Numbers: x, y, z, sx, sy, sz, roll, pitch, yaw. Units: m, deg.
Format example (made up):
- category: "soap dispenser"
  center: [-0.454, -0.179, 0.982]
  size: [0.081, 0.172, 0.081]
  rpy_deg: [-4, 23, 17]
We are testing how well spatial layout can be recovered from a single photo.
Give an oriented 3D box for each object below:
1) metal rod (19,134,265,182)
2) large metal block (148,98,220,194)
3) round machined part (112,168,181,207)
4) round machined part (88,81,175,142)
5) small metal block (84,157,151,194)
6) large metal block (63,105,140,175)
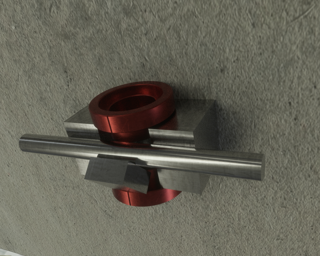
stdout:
- category: "metal rod"
  center: [-0.042, 0.028, 0.344]
  size: [0.301, 0.025, 0.025]
  rpy_deg: [3, 120, 26]
- category: "large metal block"
  center: [0.034, 0.018, 0.366]
  size: [0.050, 0.080, 0.079]
  rpy_deg: [4, 120, 26]
- category: "round machined part"
  center: [-0.017, 0.055, 0.404]
  size: [0.098, 0.098, 0.042]
  rpy_deg: [5, 115, 26]
- category: "round machined part"
  center: [-0.030, -0.018, 0.366]
  size: [0.098, 0.098, 0.042]
  rpy_deg: [4, 121, 26]
- category: "small metal block"
  center: [-0.046, 0.053, 0.344]
  size: [0.050, 0.025, 0.050]
  rpy_deg: [3, 160, 29]
- category: "large metal block"
  center: [-0.073, 0.010, 0.418]
  size: [0.050, 0.080, 0.079]
  rpy_deg: [4, 120, 26]
